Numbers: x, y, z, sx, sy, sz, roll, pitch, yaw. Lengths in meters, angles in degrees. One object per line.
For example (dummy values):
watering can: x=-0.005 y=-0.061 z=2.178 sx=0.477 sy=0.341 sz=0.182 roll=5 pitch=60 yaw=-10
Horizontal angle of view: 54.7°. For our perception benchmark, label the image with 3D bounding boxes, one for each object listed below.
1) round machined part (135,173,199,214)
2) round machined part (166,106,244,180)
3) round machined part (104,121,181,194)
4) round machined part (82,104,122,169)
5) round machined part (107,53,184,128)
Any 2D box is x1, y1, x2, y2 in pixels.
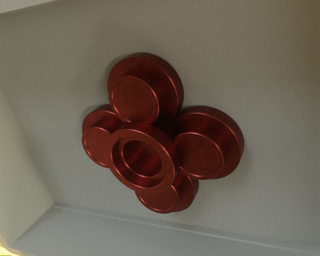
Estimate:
round machined part: x=0.002 y=0.083 z=0.445 sx=0.098 sy=0.042 sz=0.097 roll=12 pitch=122 yaw=20
round machined part: x=0.051 y=0.025 z=0.384 sx=0.098 sy=0.042 sz=0.097 roll=13 pitch=124 yaw=21
round machined part: x=-0.019 y=0.034 z=0.399 sx=0.098 sy=0.042 sz=0.097 roll=13 pitch=124 yaw=21
round machined part: x=-0.072 y=0.019 z=0.444 sx=0.098 sy=0.042 sz=0.097 roll=13 pitch=124 yaw=21
round machined part: x=-0.024 y=-0.039 z=0.382 sx=0.098 sy=0.042 sz=0.097 roll=13 pitch=124 yaw=21
